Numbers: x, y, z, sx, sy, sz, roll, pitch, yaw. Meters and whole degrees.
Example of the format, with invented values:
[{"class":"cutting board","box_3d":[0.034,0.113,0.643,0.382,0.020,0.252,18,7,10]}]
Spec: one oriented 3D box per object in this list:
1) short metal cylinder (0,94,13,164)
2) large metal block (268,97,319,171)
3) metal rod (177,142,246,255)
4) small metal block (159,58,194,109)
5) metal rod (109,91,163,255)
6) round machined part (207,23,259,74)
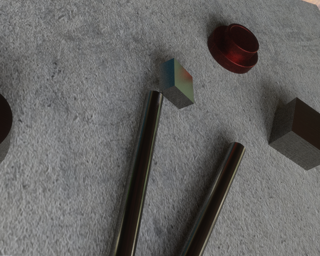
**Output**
[{"class":"short metal cylinder","box_3d":[-0.183,0.002,0.288,0.081,0.050,0.080,14,56,-21]},{"class":"large metal block","box_3d":[0.234,0.010,0.511,0.080,0.050,0.080,33,51,-7]},{"class":"metal rod","box_3d":[0.043,0.124,0.352,0.025,0.025,0.301,38,51,-3]},{"class":"small metal block","box_3d":[0.024,-0.063,0.443,0.050,0.025,0.050,36,44,-44]},{"class":"metal rod","box_3d":[-0.029,0.078,0.341,0.025,0.025,0.300,22,53,-16]},{"class":"round machined part","box_3d":[0.139,-0.150,0.562,0.099,0.042,0.098,14,56,-21]}]
